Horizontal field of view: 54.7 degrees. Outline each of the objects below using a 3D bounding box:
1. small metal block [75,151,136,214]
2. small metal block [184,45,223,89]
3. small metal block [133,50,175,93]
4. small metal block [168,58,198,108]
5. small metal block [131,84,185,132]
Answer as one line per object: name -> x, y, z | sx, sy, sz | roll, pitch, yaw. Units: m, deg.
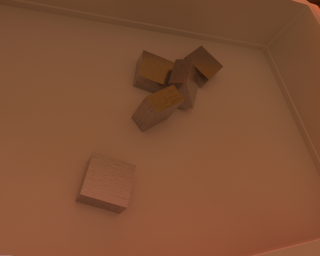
small metal block -> -0.058, 0.060, 0.338 | 0.050, 0.025, 0.050 | 21, 54, -16
small metal block -> 0.066, -0.099, 0.502 | 0.050, 0.025, 0.050 | 45, 51, 3
small metal block -> -0.008, -0.078, 0.449 | 0.050, 0.025, 0.050 | 18, 55, -18
small metal block -> 0.035, -0.063, 0.444 | 0.025, 0.050, 0.050 | 1, 51, 20
small metal block -> -0.003, -0.025, 0.403 | 0.050, 0.050, 0.025 | -29, 78, -37
